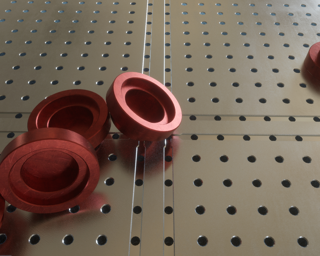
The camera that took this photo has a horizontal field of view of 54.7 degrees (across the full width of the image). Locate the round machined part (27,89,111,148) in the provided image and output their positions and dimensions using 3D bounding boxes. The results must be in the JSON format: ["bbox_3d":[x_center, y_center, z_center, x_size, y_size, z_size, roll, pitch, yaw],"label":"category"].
[{"bbox_3d":[-0.111,-0.002,0.394,0.099,0.042,0.098,-2,49,2],"label":"round machined part"}]

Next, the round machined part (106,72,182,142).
[{"bbox_3d":[-0.024,-0.022,0.397,0.099,0.042,0.098,23,41,-22],"label":"round machined part"}]

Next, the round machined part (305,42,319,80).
[{"bbox_3d":[0.290,-0.113,0.495,0.099,0.042,0.098,0,50,0],"label":"round machined part"}]

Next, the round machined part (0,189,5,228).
[{"bbox_3d":[-0.200,0.091,0.309,0.098,0.042,0.098,-7,55,10],"label":"round machined part"}]

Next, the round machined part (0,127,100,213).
[{"bbox_3d":[-0.116,0.040,0.328,0.099,0.097,0.042,-14,35,-12],"label":"round machined part"}]
